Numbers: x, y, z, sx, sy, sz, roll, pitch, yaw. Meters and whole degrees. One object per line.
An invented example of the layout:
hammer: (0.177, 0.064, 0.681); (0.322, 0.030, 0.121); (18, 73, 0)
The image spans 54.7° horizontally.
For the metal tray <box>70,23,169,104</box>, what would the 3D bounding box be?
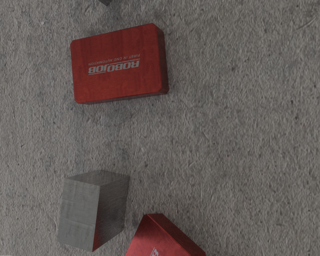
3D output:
metal tray: (-0.057, -0.084, 0.426); (0.130, 0.030, 0.089); (-6, 88, 19)

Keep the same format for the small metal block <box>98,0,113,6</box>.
small metal block: (-0.074, -0.201, 0.422); (0.050, 0.050, 0.025); (-39, 78, 16)

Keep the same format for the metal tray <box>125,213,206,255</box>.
metal tray: (-0.008, 0.187, 0.390); (0.090, 0.030, 0.129); (32, 101, 42)

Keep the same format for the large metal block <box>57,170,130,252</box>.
large metal block: (-0.085, 0.104, 0.410); (0.050, 0.080, 0.079); (8, 93, 20)
